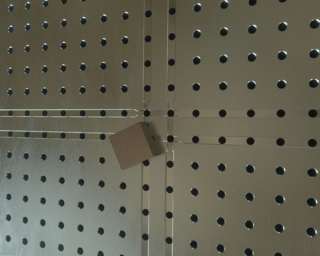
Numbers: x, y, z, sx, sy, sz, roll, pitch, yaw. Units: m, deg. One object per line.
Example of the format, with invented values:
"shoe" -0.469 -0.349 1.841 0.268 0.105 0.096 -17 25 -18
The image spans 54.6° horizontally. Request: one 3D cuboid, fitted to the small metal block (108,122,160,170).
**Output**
"small metal block" -0.035 0.024 0.426 0.050 0.025 0.050 -25 82 18
